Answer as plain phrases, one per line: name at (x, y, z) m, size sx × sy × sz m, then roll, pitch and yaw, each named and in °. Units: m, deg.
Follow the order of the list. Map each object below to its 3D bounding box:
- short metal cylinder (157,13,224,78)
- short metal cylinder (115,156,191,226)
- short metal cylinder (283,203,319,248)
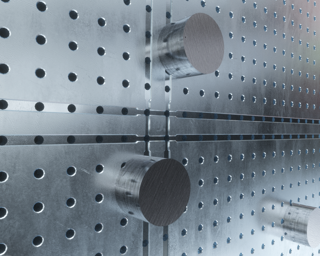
short metal cylinder at (0.043, -0.112, 0.429) m, size 0.081 × 0.050 × 0.079 m, roll 0°, pitch 90°, yaw -40°
short metal cylinder at (-0.008, 0.076, 0.386) m, size 0.081 × 0.050 × 0.079 m, roll 0°, pitch 90°, yaw -40°
short metal cylinder at (0.299, 0.201, 0.643) m, size 0.081 × 0.050 × 0.079 m, roll 0°, pitch 90°, yaw -40°
